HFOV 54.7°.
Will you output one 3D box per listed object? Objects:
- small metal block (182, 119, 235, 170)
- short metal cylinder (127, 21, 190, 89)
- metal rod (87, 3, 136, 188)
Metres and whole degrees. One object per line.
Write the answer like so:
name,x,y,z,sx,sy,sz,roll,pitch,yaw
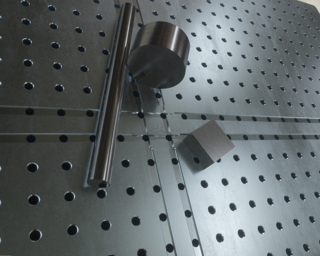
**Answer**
small metal block,0.069,0.022,0.434,0.050,0.025,0.050,-29,78,-38
short metal cylinder,-0.001,-0.101,0.436,0.080,0.080,0.050,23,53,-15
metal rod,-0.059,-0.065,0.417,0.025,0.025,0.300,17,55,-19
